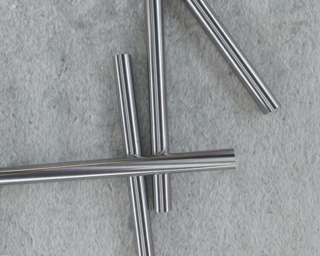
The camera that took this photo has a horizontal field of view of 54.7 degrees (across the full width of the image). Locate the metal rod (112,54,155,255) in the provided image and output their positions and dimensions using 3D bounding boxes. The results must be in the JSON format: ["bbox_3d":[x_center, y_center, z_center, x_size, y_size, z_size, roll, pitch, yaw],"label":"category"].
[{"bbox_3d":[-0.033,0.053,0.409,0.025,0.025,0.298,-7,90,0],"label":"metal rod"}]

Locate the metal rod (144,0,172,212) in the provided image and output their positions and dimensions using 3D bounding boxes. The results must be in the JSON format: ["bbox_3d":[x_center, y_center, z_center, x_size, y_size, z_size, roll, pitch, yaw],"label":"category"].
[{"bbox_3d":[-0.003,-0.041,0.409,0.025,0.025,0.298,-2,90,-1],"label":"metal rod"}]

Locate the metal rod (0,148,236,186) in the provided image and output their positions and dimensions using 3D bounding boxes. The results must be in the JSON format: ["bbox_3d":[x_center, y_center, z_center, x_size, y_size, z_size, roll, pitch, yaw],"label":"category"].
[{"bbox_3d":[-0.061,0.050,0.387,0.301,0.025,0.025,-5,90,8],"label":"metal rod"}]

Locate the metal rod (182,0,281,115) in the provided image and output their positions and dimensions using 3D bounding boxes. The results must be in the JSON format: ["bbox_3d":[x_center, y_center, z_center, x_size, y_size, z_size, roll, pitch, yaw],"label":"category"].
[{"bbox_3d":[0.061,-0.146,0.410,0.025,0.025,0.299,-36,90,0],"label":"metal rod"}]
